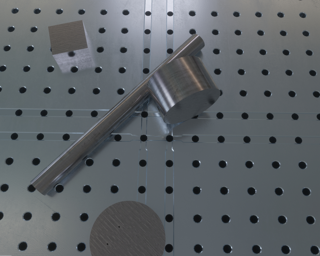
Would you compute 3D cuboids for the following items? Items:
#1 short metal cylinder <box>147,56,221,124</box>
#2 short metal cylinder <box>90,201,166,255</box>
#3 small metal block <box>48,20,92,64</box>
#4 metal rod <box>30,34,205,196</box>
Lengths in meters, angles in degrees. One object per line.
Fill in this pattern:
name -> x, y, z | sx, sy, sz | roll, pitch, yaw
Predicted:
short metal cylinder -> 0.030, -0.047, 0.400 | 0.080, 0.080, 0.050 | -24, 71, -8
short metal cylinder -> -0.034, 0.126, 0.352 | 0.081, 0.050, 0.080 | 0, 70, 0
small metal block -> -0.133, -0.127, 0.457 | 0.050, 0.025, 0.050 | -13, 71, -5
metal rod -> -0.047, -0.027, 0.421 | 0.025, 0.025, 0.301 | 42, 75, 13
